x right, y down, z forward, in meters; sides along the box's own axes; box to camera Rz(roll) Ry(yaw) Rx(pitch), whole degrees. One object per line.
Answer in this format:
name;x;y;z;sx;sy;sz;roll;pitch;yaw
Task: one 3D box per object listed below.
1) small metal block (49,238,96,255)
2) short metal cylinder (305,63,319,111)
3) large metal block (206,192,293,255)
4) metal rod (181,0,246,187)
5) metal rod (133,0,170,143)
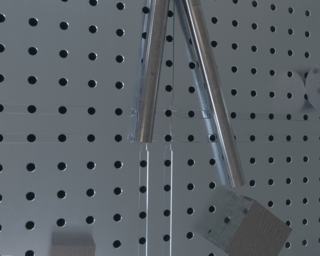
small metal block;-0.108;0.162;0.373;0.050;0.025;0.050;9;87;-20
short metal cylinder;0.279;-0.067;0.486;0.050;0.080;0.080;-10;94;-20
large metal block;0.128;0.153;0.447;0.080;0.050;0.080;38;78;-16
metal rod;0.074;-0.061;0.439;0.025;0.025;0.298;-18;96;-19
metal rod;-0.005;-0.130;0.410;0.025;0.025;0.298;8;87;-20
